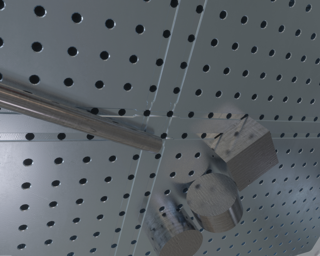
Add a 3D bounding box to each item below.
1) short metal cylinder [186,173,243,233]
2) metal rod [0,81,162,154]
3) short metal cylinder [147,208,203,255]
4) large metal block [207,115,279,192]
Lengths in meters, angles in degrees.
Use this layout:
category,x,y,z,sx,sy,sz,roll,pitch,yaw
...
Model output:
category,x,y,z,sx,sy,sz,roll,pitch,yaw
short metal cylinder,0.089,0.120,0.499,0.080,0.080,0.050,-32,129,-8
metal rod,-0.119,-0.019,0.334,0.302,0.025,0.025,20,108,-36
short metal cylinder,0.025,0.184,0.523,0.081,0.050,0.079,-14,124,-21
large metal block,0.134,0.041,0.494,0.080,0.050,0.080,-36,129,-5
